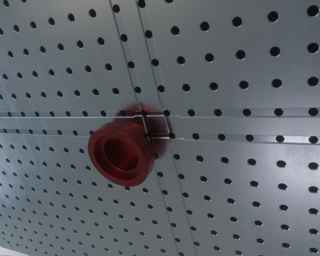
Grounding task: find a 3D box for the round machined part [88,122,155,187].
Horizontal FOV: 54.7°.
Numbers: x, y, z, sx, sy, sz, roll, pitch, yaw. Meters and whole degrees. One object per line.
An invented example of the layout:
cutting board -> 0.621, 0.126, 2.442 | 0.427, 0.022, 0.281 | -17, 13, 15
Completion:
round machined part -> -0.051, 0.034, 0.448 | 0.098, 0.042, 0.097 | 13, 124, 21
